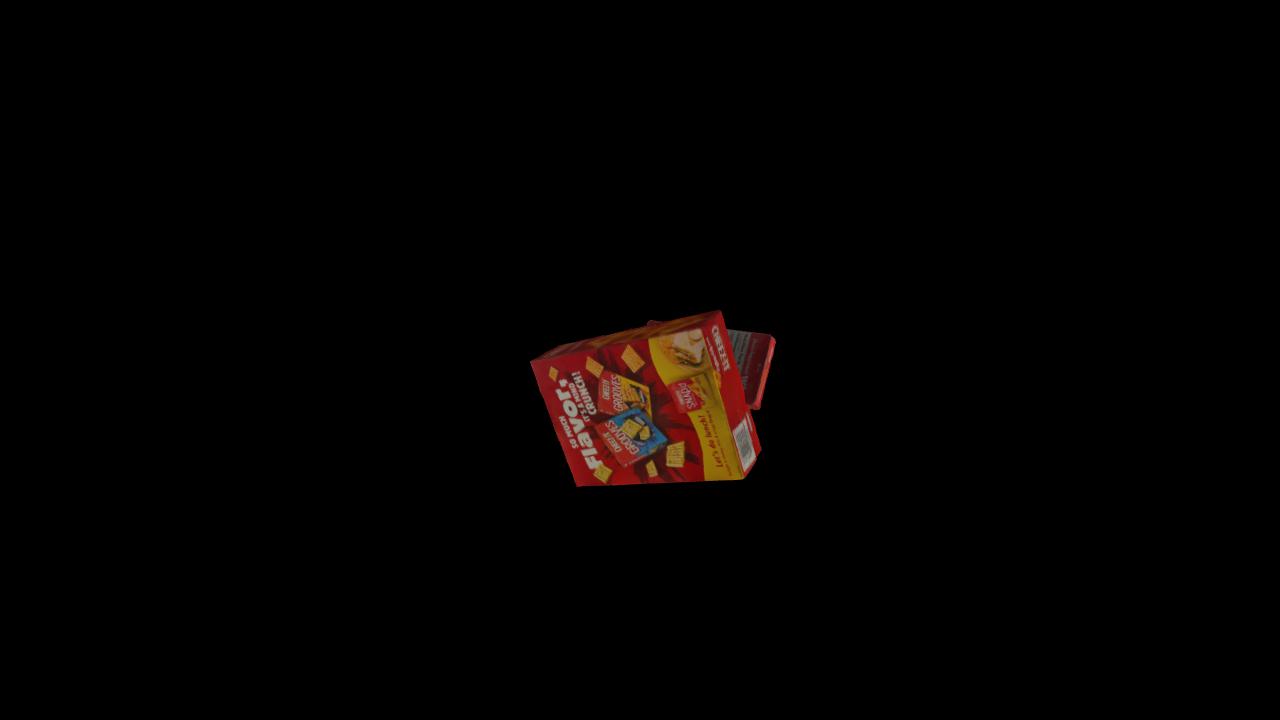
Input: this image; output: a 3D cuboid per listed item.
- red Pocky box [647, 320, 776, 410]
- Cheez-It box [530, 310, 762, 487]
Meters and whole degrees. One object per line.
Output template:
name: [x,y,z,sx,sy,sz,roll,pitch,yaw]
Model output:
red Pocky box: [0.069,0.004,0.693,0.155,0.083,0.028,9,-17,30]
Cheez-It box: [0.004,0.051,0.679,0.223,0.166,0.071,-11,14,32]
